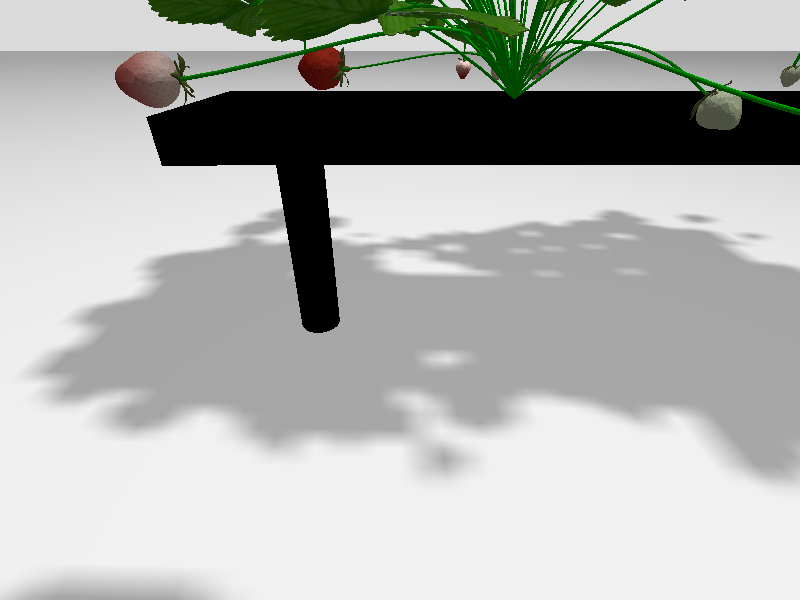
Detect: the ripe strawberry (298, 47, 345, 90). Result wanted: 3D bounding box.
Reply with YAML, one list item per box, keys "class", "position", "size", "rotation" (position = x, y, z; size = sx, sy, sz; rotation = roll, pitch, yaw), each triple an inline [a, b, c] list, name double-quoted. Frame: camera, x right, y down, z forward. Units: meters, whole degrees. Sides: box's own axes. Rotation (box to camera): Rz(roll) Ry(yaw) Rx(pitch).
- class: "ripe strawberry"
  position: [-0.068, -0.200, 0.346]
  size: [0.039, 0.033, 0.039]
  rotation: [9, 34, 15]

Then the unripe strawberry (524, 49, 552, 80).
- class: "unripe strawberry"
  position: [0.151, -0.261, 0.444]
  size: [0.032, 0.029, 0.029]
  rotation: [11, 34, 17]

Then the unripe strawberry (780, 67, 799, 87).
- class: "unripe strawberry"
  position: [0.328, -0.187, 0.336]
  size: [0.015, 0.015, 0.014]
  rotation: [5, 33, 7]

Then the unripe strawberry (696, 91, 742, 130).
- class: "unripe strawberry"
  position: [0.162, -0.094, 0.201]
  size: [0.018, 0.020, 0.019]
  rotation: [-17, -23, -24]

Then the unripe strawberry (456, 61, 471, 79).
- class: "unripe strawberry"
  position: [0.076, -0.275, 0.478]
  size: [0.018, 0.019, 0.018]
  rotation: [-2, 33, -3]

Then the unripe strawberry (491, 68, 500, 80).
- class: "unripe strawberry"
  position: [0.110, -0.257, 0.445]
  size: [0.019, 0.022, 0.021]
  rotation: [4, 20, 6]

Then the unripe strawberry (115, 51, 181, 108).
- class: "unripe strawberry"
  position: [-0.161, -0.141, 0.257]
  size: [0.037, 0.032, 0.037]
  rotation: [-8, 34, -10]
